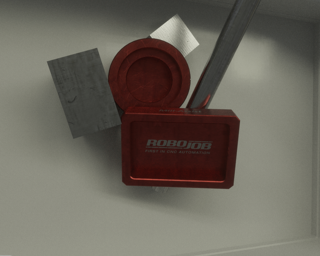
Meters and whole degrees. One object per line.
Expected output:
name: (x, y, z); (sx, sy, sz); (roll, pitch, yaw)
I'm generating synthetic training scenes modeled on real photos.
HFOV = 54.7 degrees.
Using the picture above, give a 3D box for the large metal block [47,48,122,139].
large metal block: (-0.081, -0.037, 0.347); (0.050, 0.080, 0.080); (-18, 97, -8)

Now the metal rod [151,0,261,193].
metal rod: (0.057, -0.051, 0.370); (0.025, 0.025, 0.298); (18, 108, -20)

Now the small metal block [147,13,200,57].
small metal block: (0.016, -0.116, 0.417); (0.050, 0.025, 0.050); (-43, 104, -16)

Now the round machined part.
round machined part: (-0.014, -0.060, 0.388); (0.099, 0.042, 0.097); (-1, 98, -6)

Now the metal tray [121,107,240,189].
metal tray: (0.022, 0.023, 0.365); (0.131, 0.030, 0.089); (2, 108, 1)
